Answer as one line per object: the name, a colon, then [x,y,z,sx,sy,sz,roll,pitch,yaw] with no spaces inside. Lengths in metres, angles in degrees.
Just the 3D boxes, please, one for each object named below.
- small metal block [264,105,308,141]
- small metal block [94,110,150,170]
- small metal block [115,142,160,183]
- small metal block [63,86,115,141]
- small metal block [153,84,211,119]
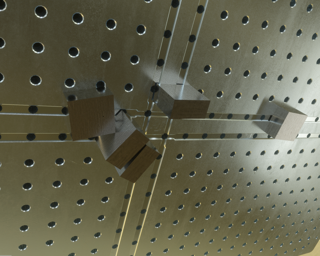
small metal block: [0.212,-0.007,0.521,0.050,0.025,0.050,7,115,-32]
small metal block: [-0.047,0.013,0.377,0.050,0.050,0.025,-45,129,3]
small metal block: [-0.034,0.033,0.396,0.050,0.050,0.025,-49,129,6]
small metal block: [-0.080,-0.017,0.356,0.050,0.025,0.050,-12,123,-22]
small metal block: [0.026,-0.034,0.388,0.050,0.050,0.025,-1,119,-28]
